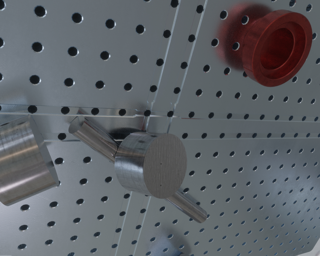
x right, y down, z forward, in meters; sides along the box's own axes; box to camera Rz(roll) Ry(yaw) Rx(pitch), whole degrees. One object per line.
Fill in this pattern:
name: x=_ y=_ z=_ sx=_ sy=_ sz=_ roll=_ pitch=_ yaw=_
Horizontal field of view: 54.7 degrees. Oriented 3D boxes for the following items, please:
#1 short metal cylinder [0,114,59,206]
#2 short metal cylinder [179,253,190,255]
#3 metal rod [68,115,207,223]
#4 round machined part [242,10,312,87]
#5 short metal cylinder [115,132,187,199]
short metal cylinder: x=-0.143 y=0.032 z=0.317 sx=0.050 sy=0.080 sz=0.080 roll=-22 pitch=127 yaw=-15
short metal cylinder: x=0.052 y=0.285 z=0.580 sx=0.080 sy=0.080 sz=0.050 roll=33 pitch=100 yaw=-38
metal rod: x=-0.012 y=0.076 z=0.451 sx=0.025 sy=0.025 sz=0.300 roll=-44 pitch=129 yaw=2
round machined part: x=0.150 y=-0.108 z=0.415 sx=0.099 sy=0.042 sz=0.097 roll=-14 pitch=124 yaw=-21
short metal cylinder: x=-0.010 y=0.045 z=0.395 sx=0.081 sy=0.050 sz=0.079 roll=-4 pitch=95 yaw=-47
